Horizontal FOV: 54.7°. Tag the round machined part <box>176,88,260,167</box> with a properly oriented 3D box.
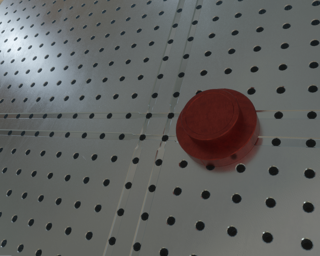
[{"bbox_3d":[0.064,-0.007,0.367,0.098,0.042,0.098,-13,56,20],"label":"round machined part"}]
